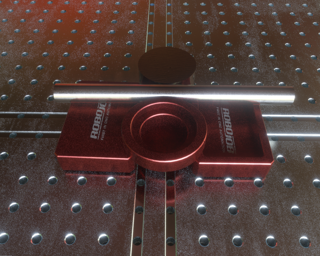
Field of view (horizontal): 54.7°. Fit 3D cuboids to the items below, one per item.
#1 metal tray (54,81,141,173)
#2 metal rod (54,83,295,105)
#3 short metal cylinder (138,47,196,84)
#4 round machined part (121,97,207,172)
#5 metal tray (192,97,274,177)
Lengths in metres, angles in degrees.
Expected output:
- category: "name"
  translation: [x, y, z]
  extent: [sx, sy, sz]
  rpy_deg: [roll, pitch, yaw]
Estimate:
- category: "metal tray"
  translation: [-0.073, -0.007, 0.403]
  extent: [0.091, 0.030, 0.130]
  rpy_deg: [2, 50, 2]
- category: "metal rod"
  translation: [0.018, -0.044, 0.400]
  extent: [0.302, 0.025, 0.025]
  rpy_deg: [1, 50, 0]
- category: "short metal cylinder"
  translation: [0.010, -0.073, 0.447]
  extent: [0.081, 0.050, 0.080]
  rpy_deg: [0, 50, 0]
- category: "round machined part"
  translation: [0.005, 0.011, 0.370]
  extent: [0.099, 0.042, 0.098]
  rpy_deg: [0, 50, 0]
- category: "metal tray"
  translation: [0.085, 0.000, 0.400]
  extent: [0.091, 0.030, 0.130]
  rpy_deg: [1, 50, 0]
